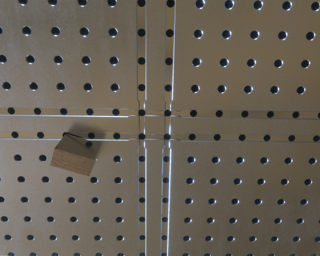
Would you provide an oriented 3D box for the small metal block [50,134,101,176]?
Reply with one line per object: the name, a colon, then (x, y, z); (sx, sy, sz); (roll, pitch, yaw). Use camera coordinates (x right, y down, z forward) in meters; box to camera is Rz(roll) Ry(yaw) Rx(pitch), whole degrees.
small metal block: (-0.110, 0.035, 0.411); (0.050, 0.050, 0.025); (17, 109, -7)
